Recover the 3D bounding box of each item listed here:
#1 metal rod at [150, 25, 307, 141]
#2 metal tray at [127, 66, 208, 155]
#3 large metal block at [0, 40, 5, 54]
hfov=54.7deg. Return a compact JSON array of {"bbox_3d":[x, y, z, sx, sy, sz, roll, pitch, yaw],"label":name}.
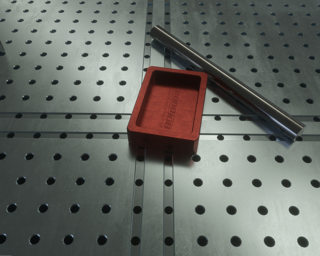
[{"bbox_3d":[0.087,-0.082,0.477,0.025,0.025,0.300,-32,57,-24],"label":"metal rod"},{"bbox_3d":[0.014,-0.029,0.429,0.090,0.030,0.130,9,50,7],"label":"metal tray"},{"bbox_3d":[-0.317,-0.129,0.496,0.080,0.050,0.080,11,51,8],"label":"large metal block"}]
